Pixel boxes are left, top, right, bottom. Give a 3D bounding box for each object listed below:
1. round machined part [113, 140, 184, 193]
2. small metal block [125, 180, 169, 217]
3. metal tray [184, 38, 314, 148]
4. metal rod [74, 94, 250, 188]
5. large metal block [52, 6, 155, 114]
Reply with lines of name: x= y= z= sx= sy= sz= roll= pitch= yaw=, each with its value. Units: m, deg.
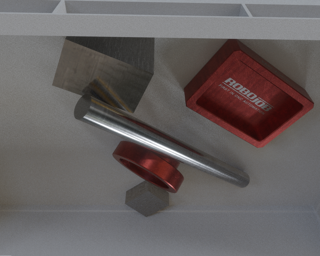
round machined part: x=-0.011 y=0.043 z=0.413 sx=0.098 sy=0.042 sz=0.098 roll=28 pitch=163 yaw=10
small metal block: x=-0.021 y=0.115 z=0.507 sx=0.050 sy=0.025 sz=0.050 roll=-34 pitch=123 yaw=25
metal tray: x=0.106 y=-0.036 z=0.376 sx=0.131 sy=0.030 sz=0.090 roll=28 pitch=125 yaw=-22
metal rod: x=0.029 y=0.031 z=0.380 sx=0.025 sy=0.025 sz=0.301 roll=-36 pitch=139 yaw=26
large metal block: x=-0.053 y=-0.070 z=0.313 sx=0.081 sy=0.080 sz=0.050 roll=19 pitch=127 yaw=-16
